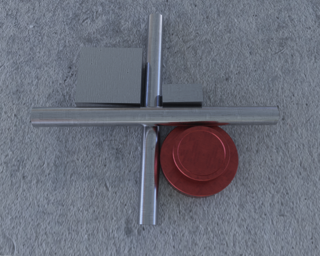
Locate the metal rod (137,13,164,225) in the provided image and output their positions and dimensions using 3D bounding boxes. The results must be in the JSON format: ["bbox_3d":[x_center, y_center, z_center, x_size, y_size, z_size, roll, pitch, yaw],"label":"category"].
[{"bbox_3d":[-0.011,-0.025,0.418,0.025,0.025,0.299,2,70,0],"label":"metal rod"}]

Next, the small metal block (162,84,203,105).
[{"bbox_3d":[0.028,-0.036,0.410,0.050,0.050,0.025,-1,70,-1],"label":"small metal block"}]

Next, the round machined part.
[{"bbox_3d":[0.049,0.036,0.387,0.099,0.042,0.098,0,70,-1],"label":"round machined part"}]

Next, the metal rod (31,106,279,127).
[{"bbox_3d":[-0.002,-0.015,0.388,0.302,0.025,0.025,-1,70,-5],"label":"metal rod"}]

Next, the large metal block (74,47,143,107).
[{"bbox_3d":[-0.064,-0.060,0.416,0.081,0.050,0.080,1,70,0],"label":"large metal block"}]
